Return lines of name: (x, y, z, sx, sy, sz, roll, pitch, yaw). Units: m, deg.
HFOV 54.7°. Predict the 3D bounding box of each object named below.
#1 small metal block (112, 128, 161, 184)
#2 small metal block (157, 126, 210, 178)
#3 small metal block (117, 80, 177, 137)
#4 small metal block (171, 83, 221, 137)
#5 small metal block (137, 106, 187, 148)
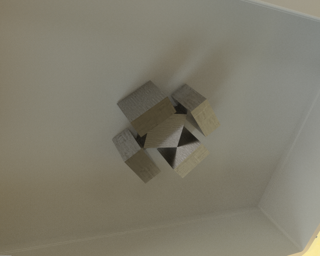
small metal block: (-0.030, 0.035, 0.395, 0.025, 0.050, 0.050, -38, 129, -2)
small metal block: (0.031, 0.032, 0.426, 0.050, 0.050, 0.025, -43, 130, 0)
small metal block: (-0.017, -0.024, 0.366, 0.050, 0.050, 0.025, -36, 128, -4)
small metal block: (0.046, -0.023, 0.400, 0.025, 0.050, 0.050, -39, 130, -3)
small metal block: (0.002, -0.002, 0.406, 0.050, 0.025, 0.050, 1, 118, -29)
